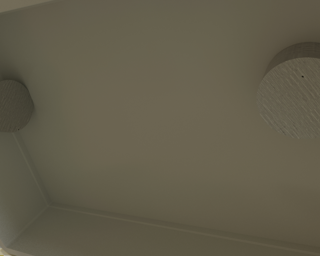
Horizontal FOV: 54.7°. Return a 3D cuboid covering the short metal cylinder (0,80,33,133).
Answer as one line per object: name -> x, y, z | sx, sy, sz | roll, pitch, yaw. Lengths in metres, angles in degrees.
short metal cylinder -> -0.248, -0.034, 0.480 | 0.050, 0.080, 0.079 | 2, 120, 27

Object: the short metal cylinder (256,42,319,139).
short metal cylinder -> 0.138, -0.036, 0.297 | 0.080, 0.050, 0.079 | 13, 124, 20
